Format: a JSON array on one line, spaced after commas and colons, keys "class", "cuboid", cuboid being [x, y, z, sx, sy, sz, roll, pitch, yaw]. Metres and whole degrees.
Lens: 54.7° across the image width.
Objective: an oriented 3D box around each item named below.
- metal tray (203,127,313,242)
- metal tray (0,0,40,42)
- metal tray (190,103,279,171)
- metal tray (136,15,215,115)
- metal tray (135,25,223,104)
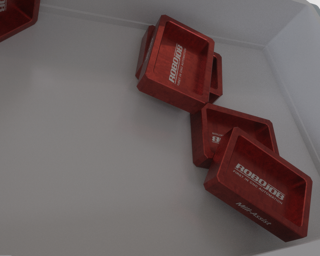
[{"class": "metal tray", "cuboid": [0.127, 0.069, 0.388, 0.130, 0.030, 0.090, 34, 51, -6]}, {"class": "metal tray", "cuboid": [-0.172, -0.155, 0.340, 0.030, 0.129, 0.090, 40, 51, -1]}, {"class": "metal tray", "cuboid": [0.110, 0.020, 0.448, 0.131, 0.030, 0.090, 13, 56, -21]}, {"class": "metal tray", "cuboid": [0.026, -0.091, 0.432, 0.090, 0.030, 0.130, 23, 53, -15]}, {"class": "metal tray", "cuboid": [0.033, -0.096, 0.478, 0.131, 0.030, 0.090, 18, 55, -18]}]
